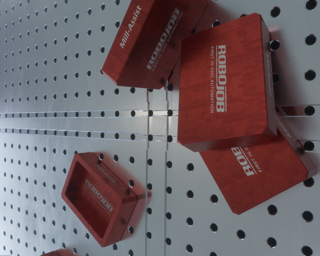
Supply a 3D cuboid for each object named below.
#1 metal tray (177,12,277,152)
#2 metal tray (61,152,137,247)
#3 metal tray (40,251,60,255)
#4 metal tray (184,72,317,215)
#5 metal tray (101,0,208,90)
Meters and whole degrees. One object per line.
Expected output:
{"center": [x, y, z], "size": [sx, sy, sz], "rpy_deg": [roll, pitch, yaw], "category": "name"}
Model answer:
{"center": [0.066, -0.045, 0.319], "size": [0.090, 0.030, 0.130], "rpy_deg": [-10, 65, 32], "category": "metal tray"}
{"center": [-0.101, 0.109, 0.490], "size": [0.130, 0.030, 0.089], "rpy_deg": [36, 112, 34], "category": "metal tray"}
{"center": [-0.195, 0.308, 0.569], "size": [0.090, 0.030, 0.129], "rpy_deg": [20, 103, 38], "category": "metal tray"}
{"center": [0.088, 0.014, 0.334], "size": [0.090, 0.030, 0.130], "rpy_deg": [-41, 65, 32], "category": "metal tray"}
{"center": [-0.005, -0.111, 0.370], "size": [0.030, 0.091, 0.129], "rpy_deg": [41, 115, 28], "category": "metal tray"}
